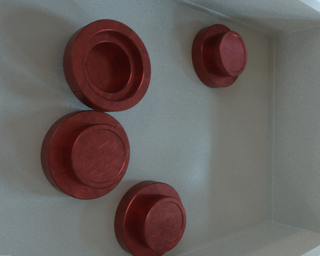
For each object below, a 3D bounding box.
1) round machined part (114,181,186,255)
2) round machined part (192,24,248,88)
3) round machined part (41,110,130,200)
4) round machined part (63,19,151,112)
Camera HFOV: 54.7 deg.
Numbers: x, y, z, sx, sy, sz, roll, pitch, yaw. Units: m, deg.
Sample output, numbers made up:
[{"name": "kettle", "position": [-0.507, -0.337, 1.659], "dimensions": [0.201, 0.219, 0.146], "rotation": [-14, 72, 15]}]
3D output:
[{"name": "round machined part", "position": [-0.005, 0.118, 0.394], "dimensions": [0.099, 0.042, 0.097], "rotation": [0, 90, -40]}, {"name": "round machined part", "position": [0.098, -0.112, 0.481], "dimensions": [0.099, 0.042, 0.097], "rotation": [0, 90, -40]}, {"name": "round machined part", "position": [-0.073, 0.029, 0.336], "dimensions": [0.099, 0.042, 0.097], "rotation": [0, 90, -40]}, {"name": "round machined part", "position": [-0.061, -0.066, 0.345], "dimensions": [0.099, 0.042, 0.097], "rotation": [0, 90, -40]}]
